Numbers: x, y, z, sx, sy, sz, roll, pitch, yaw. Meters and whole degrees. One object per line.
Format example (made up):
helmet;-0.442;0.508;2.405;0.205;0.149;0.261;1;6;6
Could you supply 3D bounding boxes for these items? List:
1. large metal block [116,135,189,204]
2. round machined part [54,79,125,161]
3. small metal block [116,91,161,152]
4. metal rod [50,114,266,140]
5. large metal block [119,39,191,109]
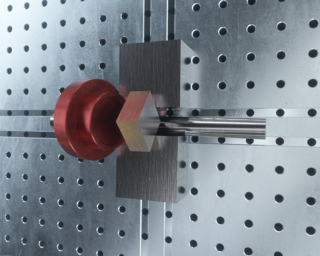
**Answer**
large metal block;-0.009;0.049;0.403;0.080;0.050;0.079;1;91;20
round machined part;-0.072;-0.009;0.368;0.042;0.099;0.097;5;92;34
small metal block;-0.023;-0.008;0.361;0.025;0.050;0.050;1;46;20
metal rod;-0.016;-0.004;0.418;0.301;0.025;0.025;2;91;19
large metal block;-0.005;-0.065;0.401;0.080;0.050;0.079;1;90;20
